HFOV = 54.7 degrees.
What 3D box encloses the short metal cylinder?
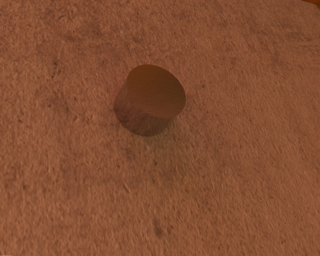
[{"bbox_3d":[-0.014,-0.035,0.403,0.081,0.050,0.080,14,56,-21],"label":"short metal cylinder"}]
